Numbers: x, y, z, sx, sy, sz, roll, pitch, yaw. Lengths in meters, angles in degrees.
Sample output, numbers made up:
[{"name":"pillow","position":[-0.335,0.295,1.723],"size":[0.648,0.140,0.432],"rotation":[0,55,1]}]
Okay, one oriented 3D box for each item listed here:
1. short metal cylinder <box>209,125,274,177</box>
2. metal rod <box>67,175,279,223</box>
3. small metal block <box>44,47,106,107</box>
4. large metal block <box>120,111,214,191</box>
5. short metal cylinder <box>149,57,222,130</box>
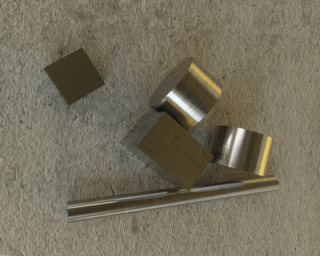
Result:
[{"name":"short metal cylinder","position":[0.107,0.031,0.419],"size":[0.081,0.080,0.050],"rotation":[17,84,-19]},{"name":"metal rod","position":[0.032,0.092,0.420],"size":[0.303,0.025,0.025],"rotation":[-3,91,-20]},{"name":"small metal block","position":[-0.102,-0.060,0.371],"size":[0.050,0.025,0.050],"rotation":[-35,101,-17]},{"name":"large metal block","position":[0.006,0.026,0.382],"size":[0.080,0.080,0.050],"rotation":[42,77,-15]},{"name":"short metal cylinder","position":[0.031,-0.043,0.391],"size":[0.050,0.080,0.080],"rotation":[39,78,-16]}]
